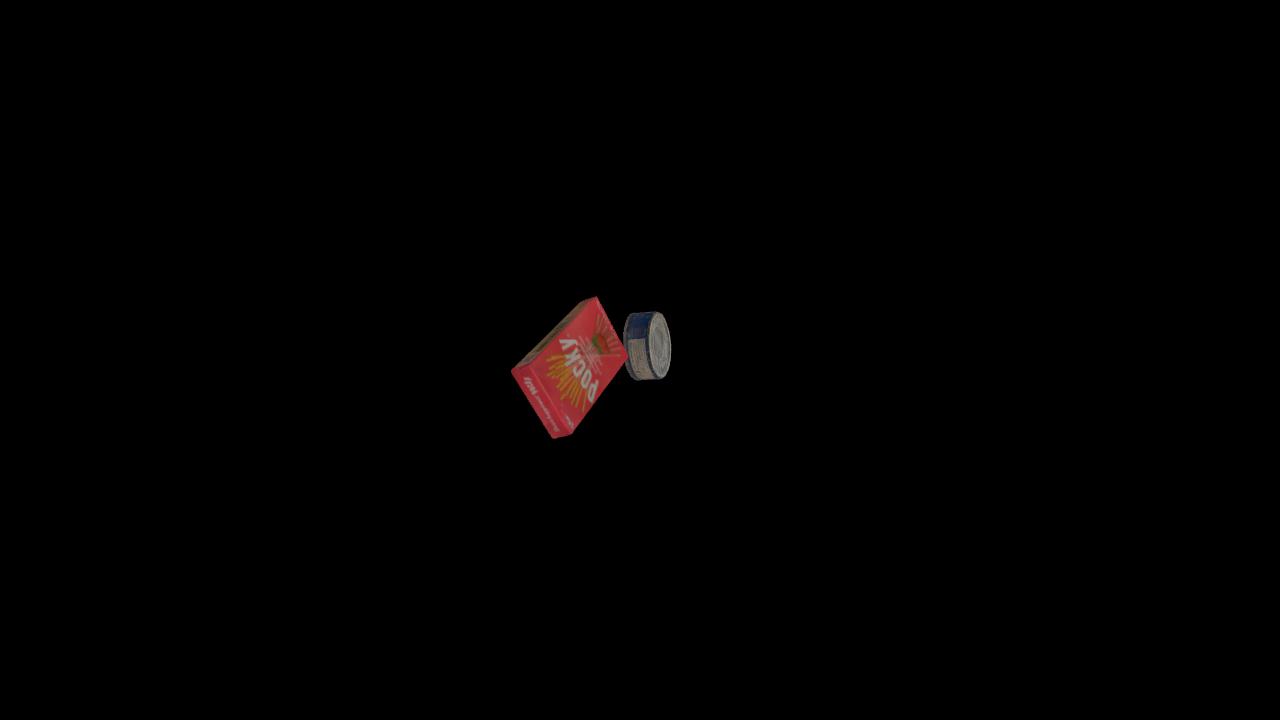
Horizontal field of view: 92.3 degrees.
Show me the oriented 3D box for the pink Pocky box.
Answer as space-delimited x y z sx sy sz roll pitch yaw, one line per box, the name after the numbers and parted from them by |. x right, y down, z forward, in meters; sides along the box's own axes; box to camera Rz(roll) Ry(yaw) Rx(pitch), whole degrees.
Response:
-0.067 0.004 0.647 0.029 0.084 0.155 -16 23 32 | pink Pocky box

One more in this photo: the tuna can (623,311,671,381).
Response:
0.010 -0.017 0.750 0.034 0.084 0.084 -3 -1 21 | tuna can
